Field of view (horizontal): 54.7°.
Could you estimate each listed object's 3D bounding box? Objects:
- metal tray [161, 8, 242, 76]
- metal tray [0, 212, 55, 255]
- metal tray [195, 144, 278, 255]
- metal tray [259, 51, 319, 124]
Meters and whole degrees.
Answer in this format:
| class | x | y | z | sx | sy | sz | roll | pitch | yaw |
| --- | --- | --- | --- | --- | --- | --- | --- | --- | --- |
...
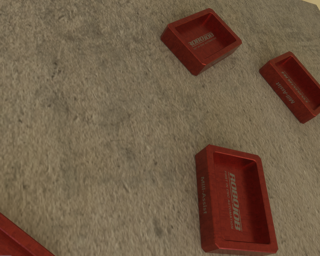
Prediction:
| class | x | y | z | sx | sy | sz | roll | pitch | yaw |
| --- | --- | --- | --- | --- | --- | --- | --- | --- | --- |
| metal tray | 0.074 | -0.152 | 0.535 | 0.090 | 0.030 | 0.131 | 49 | 51 | 6 |
| metal tray | -0.151 | 0.137 | 0.235 | 0.090 | 0.030 | 0.131 | 40 | 51 | -2 |
| metal tray | 0.095 | 0.091 | 0.397 | 0.091 | 0.030 | 0.130 | 13 | 56 | -21 |
| metal tray | 0.261 | -0.081 | 0.593 | 0.091 | 0.030 | 0.130 | -27 | 77 | -37 |
